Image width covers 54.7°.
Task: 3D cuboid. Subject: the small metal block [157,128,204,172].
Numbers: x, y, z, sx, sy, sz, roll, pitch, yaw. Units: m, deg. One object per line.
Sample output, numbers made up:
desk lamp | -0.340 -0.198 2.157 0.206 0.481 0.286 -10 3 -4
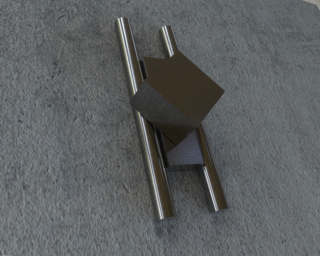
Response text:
small metal block | 0.023 0.029 0.401 0.050 0.025 0.050 1 61 -28

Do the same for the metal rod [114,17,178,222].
metal rod | -0.025 -0.029 0.411 0.025 0.025 0.299 1 61 -28

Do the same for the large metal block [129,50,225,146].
large metal block | 0.023 -0.039 0.392 0.080 0.050 0.080 42 51 0

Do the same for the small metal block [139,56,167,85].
small metal block | -0.002 -0.074 0.449 0.050 0.025 0.050 1 61 -28

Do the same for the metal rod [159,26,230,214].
metal rod | 0.042 -0.028 0.448 0.025 0.025 0.299 1 61 -28
